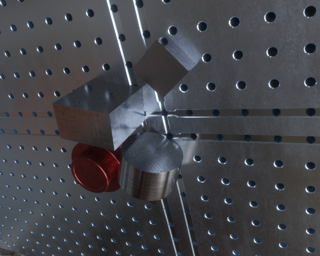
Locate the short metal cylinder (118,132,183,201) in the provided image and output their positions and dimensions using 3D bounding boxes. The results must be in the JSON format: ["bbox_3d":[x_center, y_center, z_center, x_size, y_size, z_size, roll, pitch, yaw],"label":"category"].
[{"bbox_3d":[-0.013,0.049,0.412,0.080,0.080,0.050,22,126,15],"label":"short metal cylinder"}]

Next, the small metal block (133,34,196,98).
[{"bbox_3d":[0.005,-0.072,0.363,0.050,0.025,0.050,44,129,-3],"label":"small metal block"}]

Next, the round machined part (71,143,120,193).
[{"bbox_3d":[-0.100,0.064,0.491,0.098,0.042,0.097,13,124,20],"label":"round machined part"}]

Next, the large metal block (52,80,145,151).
[{"bbox_3d":[-0.075,-0.020,0.401,0.080,0.080,0.050,11,123,22],"label":"large metal block"}]

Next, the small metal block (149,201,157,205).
[{"bbox_3d":[-0.017,0.081,0.469,0.050,0.025,0.050,28,128,10],"label":"small metal block"}]
